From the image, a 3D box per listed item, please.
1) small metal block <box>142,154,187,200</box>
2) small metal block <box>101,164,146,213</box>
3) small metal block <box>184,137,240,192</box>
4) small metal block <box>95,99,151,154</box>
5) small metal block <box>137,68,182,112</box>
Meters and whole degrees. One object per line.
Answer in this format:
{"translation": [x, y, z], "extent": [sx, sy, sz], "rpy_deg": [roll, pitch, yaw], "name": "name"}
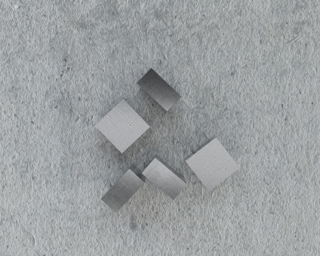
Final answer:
{"translation": [0.005, 0.061, 0.397], "extent": [0.050, 0.050, 0.025], "rpy_deg": [40, 90, 0], "name": "small metal block"}
{"translation": [-0.045, 0.075, 0.397], "extent": [0.025, 0.050, 0.050], "rpy_deg": [43, 90, 0], "name": "small metal block"}
{"translation": [0.068, 0.047, 0.410], "extent": [0.050, 0.025, 0.050], "rpy_deg": [-38, 90, 0], "name": "small metal block"}
{"translation": [-0.048, -0.002, 0.409], "extent": [0.050, 0.025, 0.050], "rpy_deg": [-44, 90, 0], "name": "small metal block"}
{"translation": [-0.001, -0.046, 0.397], "extent": [0.050, 0.050, 0.025], "rpy_deg": [43, 90, 0], "name": "small metal block"}
